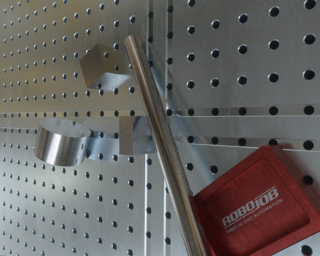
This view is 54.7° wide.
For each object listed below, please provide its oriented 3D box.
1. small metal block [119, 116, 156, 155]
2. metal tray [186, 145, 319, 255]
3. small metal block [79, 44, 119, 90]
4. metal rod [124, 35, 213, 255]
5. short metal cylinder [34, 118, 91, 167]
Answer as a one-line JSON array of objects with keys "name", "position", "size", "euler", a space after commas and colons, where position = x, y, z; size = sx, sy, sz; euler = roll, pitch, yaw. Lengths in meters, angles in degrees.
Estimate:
[{"name": "small metal block", "position": [-0.027, 0.010, 0.416], "size": [0.025, 0.050, 0.050], "euler": [-1, 90, 40]}, {"name": "metal tray", "position": [0.094, 0.089, 0.328], "size": [0.129, 0.030, 0.090], "euler": [-45, 63, 31]}, {"name": "small metal block", "position": [-0.098, -0.096, 0.490], "size": [0.050, 0.025, 0.050], "euler": [-30, 72, 36]}, {"name": "metal rod", "position": [0.002, 0.006, 0.382], "size": [0.025, 0.025, 0.299], "euler": [-35, 61, 34]}, {"name": "short metal cylinder", "position": [-0.159, 0.022, 0.505], "size": [0.080, 0.081, 0.050], "euler": [29, 108, 36]}]
